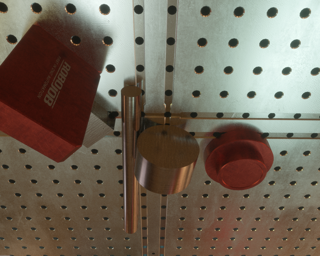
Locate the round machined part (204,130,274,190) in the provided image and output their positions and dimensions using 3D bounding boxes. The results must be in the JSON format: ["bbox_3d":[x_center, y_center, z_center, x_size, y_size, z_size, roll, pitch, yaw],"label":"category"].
[{"bbox_3d":[0.115,0.053,0.447,0.099,0.042,0.097,-1,130,0],"label":"round machined part"}]

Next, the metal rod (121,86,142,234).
[{"bbox_3d":[-0.044,0.069,0.469,0.025,0.025,0.298,2,130,-3],"label":"metal rod"}]

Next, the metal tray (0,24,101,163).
[{"bbox_3d":[-0.112,-0.039,0.308,0.030,0.130,0.090,-37,121,27],"label":"metal tray"}]

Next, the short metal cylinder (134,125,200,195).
[{"bbox_3d":[0.008,0.041,0.410,0.081,0.080,0.050,5,130,-5],"label":"short metal cylinder"}]

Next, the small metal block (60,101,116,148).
[{"bbox_3d":[-0.095,-0.007,0.404,0.050,0.025,0.050,-33,123,24],"label":"small metal block"}]
